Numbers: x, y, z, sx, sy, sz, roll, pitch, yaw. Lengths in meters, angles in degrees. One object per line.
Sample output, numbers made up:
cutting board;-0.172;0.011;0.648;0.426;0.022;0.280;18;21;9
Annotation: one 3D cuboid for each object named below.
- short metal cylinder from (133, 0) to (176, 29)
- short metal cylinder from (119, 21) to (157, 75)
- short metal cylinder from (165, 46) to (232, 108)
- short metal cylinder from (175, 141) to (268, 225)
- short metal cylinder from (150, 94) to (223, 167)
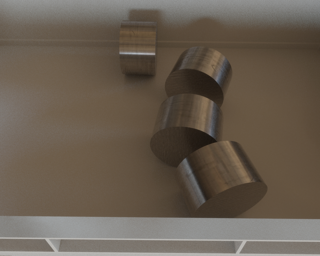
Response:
short metal cylinder;-0.010;-0.233;0.587;0.081;0.050;0.080;0;50;0
short metal cylinder;-0.030;-0.121;0.471;0.050;0.080;0.080;2;50;1
short metal cylinder;0.053;-0.063;0.423;0.080;0.080;0.050;17;52;13
short metal cylinder;0.062;0.058;0.321;0.081;0.080;0.050;-14;52;-12
short metal cylinder;0.033;0.006;0.365;0.080;0.080;0.050;8;51;6
